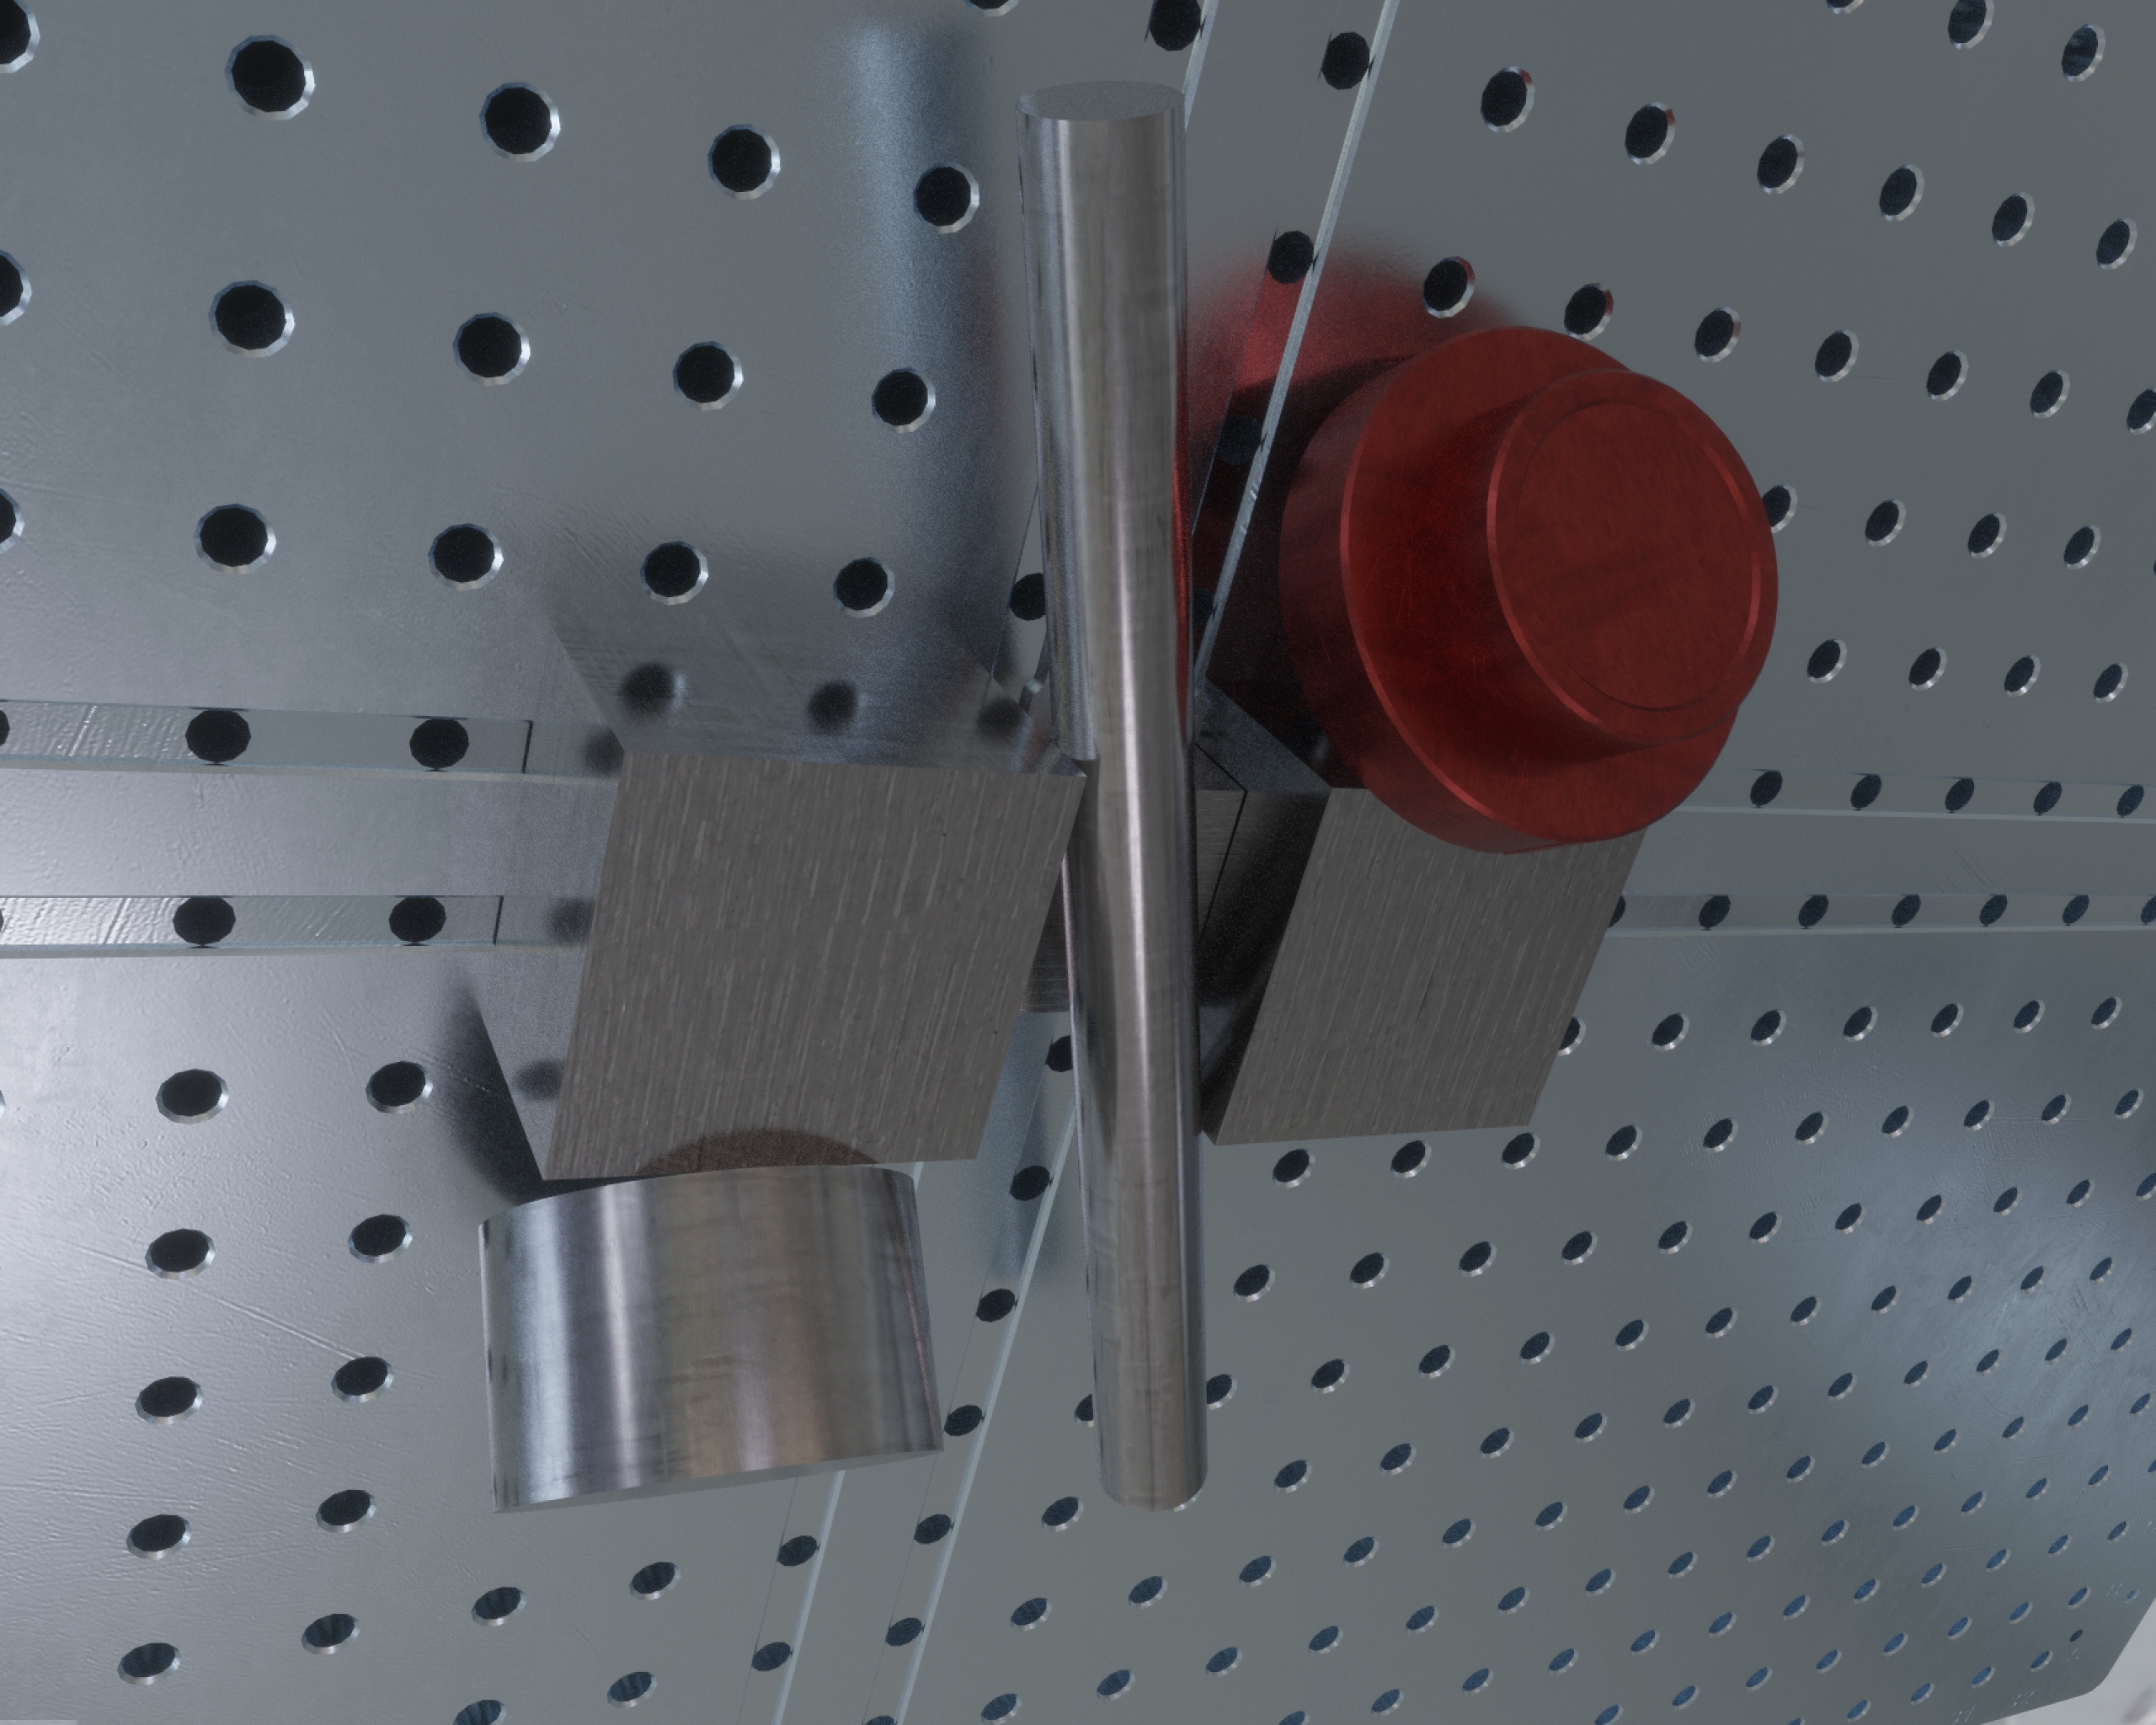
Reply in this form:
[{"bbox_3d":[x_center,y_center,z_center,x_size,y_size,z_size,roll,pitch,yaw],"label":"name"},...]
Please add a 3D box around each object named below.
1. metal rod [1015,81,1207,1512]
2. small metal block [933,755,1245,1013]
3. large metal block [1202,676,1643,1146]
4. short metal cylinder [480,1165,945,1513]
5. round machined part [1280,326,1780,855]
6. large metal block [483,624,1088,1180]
[{"bbox_3d":[0.010,0.012,0.390,0.025,0.025,0.298,-16,125,-19],"label":"metal rod"},{"bbox_3d":[-0.001,0.002,0.413,0.050,0.025,0.050,1,118,-29],"label":"small metal block"},{"bbox_3d":[0.062,0.010,0.436,0.081,0.050,0.079,1,118,-29],"label":"large metal block"},{"bbox_3d":[-0.068,0.089,0.385,0.081,0.050,0.080,-8,163,-2],"label":"short metal cylinder"},{"bbox_3d":[0.090,-0.052,0.385,0.099,0.042,0.097,4,81,-28],"label":"round machined part"},{"bbox_3d":[-0.054,0.007,0.371,0.081,0.050,0.079,2,118,-30],"label":"large metal block"}]
